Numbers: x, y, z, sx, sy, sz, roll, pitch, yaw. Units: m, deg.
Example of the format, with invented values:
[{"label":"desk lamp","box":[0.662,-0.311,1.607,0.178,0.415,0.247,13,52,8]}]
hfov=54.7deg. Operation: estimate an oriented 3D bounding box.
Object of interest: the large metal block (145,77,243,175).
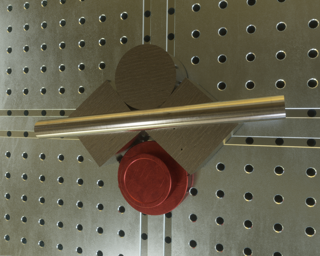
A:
[{"label":"large metal block","box":[0.041,-0.003,0.378,0.080,0.050,0.080,44,105,14]}]

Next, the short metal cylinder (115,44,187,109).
[{"label":"short metal cylinder","box":[-0.010,-0.062,0.399,0.080,0.050,0.079,0,90,20]}]

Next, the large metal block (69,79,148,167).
[{"label":"large metal block","box":[-0.064,-0.006,0.418,0.080,0.050,0.080,-41,79,15]}]

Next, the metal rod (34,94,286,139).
[{"label":"metal rod","box":[-0.017,-0.009,0.359,0.301,0.025,0.025,-5,89,20]}]

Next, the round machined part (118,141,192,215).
[{"label":"round machined part","box":[-0.012,0.065,0.403,0.098,0.042,0.097,0,90,19]}]
